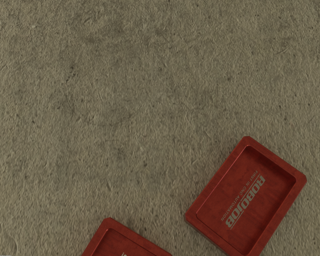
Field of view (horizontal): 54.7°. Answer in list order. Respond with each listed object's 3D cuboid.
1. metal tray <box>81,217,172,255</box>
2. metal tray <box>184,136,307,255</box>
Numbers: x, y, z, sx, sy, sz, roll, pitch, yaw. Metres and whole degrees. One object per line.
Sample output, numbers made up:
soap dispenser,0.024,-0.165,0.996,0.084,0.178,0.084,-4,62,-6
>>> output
metal tray,-0.055,0.178,0.339,0.090,0.030,0.130,29,72,10
metal tray,0.102,0.085,0.374,0.090,0.030,0.130,37,74,12
